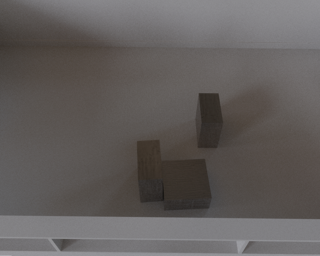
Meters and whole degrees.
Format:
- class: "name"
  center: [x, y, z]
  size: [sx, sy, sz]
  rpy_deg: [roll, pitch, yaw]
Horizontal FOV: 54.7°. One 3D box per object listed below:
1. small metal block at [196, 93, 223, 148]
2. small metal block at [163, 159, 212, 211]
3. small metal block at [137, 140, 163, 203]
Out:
- class: "small metal block"
  center: [0.062, -0.009, 0.397]
  size: [0.025, 0.050, 0.050]
  rpy_deg: [1, 50, 0]
- class: "small metal block"
  center: [0.028, 0.064, 0.351]
  size: [0.050, 0.025, 0.050]
  rpy_deg: [-2, 50, -2]
- class: "small metal block"
  center: [-0.011, 0.049, 0.348]
  size: [0.025, 0.050, 0.050]
  rpy_deg: [-3, 50, -3]
